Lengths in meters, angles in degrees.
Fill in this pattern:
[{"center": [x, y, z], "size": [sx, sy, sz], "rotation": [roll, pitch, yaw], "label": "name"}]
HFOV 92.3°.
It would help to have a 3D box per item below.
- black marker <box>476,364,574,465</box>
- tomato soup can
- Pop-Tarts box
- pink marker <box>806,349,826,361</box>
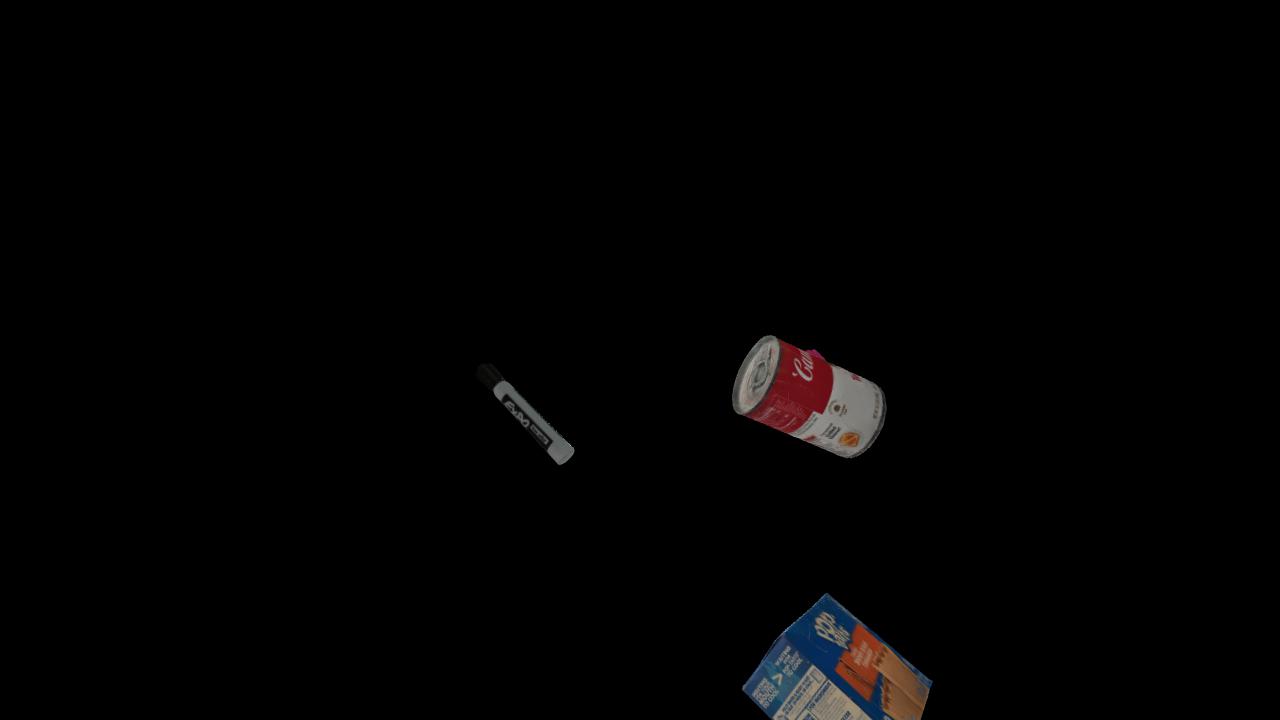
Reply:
[{"center": [-0.104, 0.044, 0.542], "size": [0.121, 0.020, 0.020], "rotation": [42, 18, 21], "label": "black marker"}, {"center": [0.134, 0.031, 0.488], "size": [0.101, 0.068, 0.068], "rotation": [24, -5, -12], "label": "tomato soup can"}, {"center": [0.211, 0.341, 0.645], "size": [0.141, 0.083, 0.167], "rotation": [37, 14, 29], "label": "Pop-Tarts box"}, {"center": [0.249, 0.027, 0.763], "size": [0.121, 0.020, 0.020], "rotation": [39, -11, -14], "label": "pink marker"}]
